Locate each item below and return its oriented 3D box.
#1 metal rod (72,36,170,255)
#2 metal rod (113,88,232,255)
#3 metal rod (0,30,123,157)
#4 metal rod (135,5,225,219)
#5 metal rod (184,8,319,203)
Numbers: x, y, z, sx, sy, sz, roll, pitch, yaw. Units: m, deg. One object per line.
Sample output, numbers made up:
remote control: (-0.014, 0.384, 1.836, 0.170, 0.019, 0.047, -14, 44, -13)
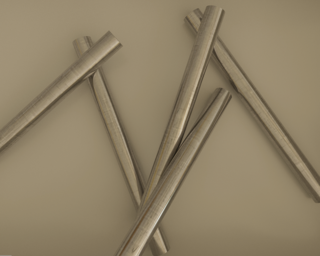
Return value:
metal rod: (-0.051, 0.024, 0.410, 0.025, 0.025, 0.299, -21, 90, 0)
metal rod: (0.008, 0.069, 0.351, 0.025, 0.025, 0.301, 34, 65, 0)
metal rod: (-0.167, -0.013, 0.394, 0.300, 0.025, 0.025, -40, 90, 6)
metal rod: (0.022, -0.005, 0.385, 0.025, 0.025, 0.299, 19, 90, 0)
metal rod: (0.129, -0.029, 0.412, 0.025, 0.025, 0.299, -36, 90, 0)
